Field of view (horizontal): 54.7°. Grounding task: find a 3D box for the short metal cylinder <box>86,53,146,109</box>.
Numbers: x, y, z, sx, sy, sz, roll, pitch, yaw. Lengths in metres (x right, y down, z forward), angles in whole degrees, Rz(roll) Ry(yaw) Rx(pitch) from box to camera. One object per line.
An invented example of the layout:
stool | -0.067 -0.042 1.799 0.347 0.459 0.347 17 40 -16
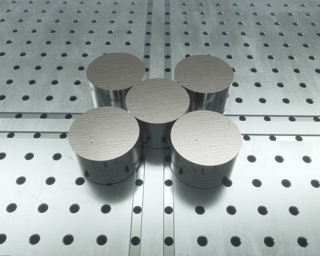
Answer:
short metal cylinder | -0.060 -0.063 0.443 0.081 0.050 0.080 0 50 0

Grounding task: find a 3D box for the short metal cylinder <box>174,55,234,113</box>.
short metal cylinder | 0.060 -0.059 0.439 0.081 0.050 0.080 0 50 0

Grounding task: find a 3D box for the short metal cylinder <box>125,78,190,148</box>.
short metal cylinder | -0.003 -0.020 0.407 0.081 0.050 0.080 0 50 0

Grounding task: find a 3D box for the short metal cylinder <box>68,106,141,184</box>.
short metal cylinder | -0.064 0.020 0.372 0.081 0.050 0.080 0 50 0

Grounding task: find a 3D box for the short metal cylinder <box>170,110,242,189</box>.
short metal cylinder | 0.052 0.025 0.370 0.081 0.050 0.080 0 50 0
